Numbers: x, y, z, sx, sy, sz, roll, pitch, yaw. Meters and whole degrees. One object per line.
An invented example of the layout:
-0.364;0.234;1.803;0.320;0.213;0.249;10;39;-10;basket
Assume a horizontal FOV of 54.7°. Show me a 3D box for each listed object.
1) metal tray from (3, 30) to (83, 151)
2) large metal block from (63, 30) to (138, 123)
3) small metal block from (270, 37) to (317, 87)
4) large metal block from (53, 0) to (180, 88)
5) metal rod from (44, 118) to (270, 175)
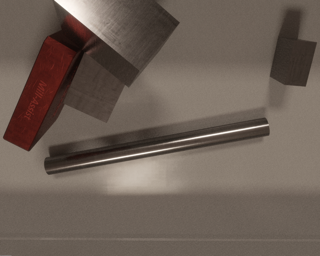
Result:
-0.121;-0.047;0.348;0.030;0.090;0.129;30;115;-11;metal tray
-0.063;-0.063;0.358;0.050;0.080;0.080;25;108;-10;large metal block
0.157;-0.080;0.371;0.025;0.050;0.050;5;110;-2;small metal block
-0.039;-0.086;0.269;0.080;0.080;0.050;39;81;-8;large metal block
-0.006;0.025;0.420;0.302;0.025;0.025;-10;110;3;metal rod
